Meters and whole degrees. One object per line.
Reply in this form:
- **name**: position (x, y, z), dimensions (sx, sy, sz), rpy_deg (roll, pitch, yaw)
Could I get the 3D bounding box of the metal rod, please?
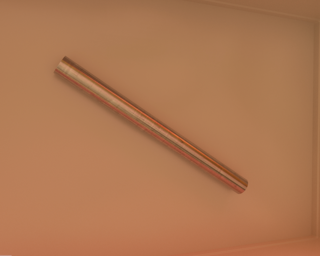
- **metal rod**: position (0.001, 0.005, 0.410), dimensions (0.301, 0.025, 0.025), rpy_deg (34, 79, -17)
